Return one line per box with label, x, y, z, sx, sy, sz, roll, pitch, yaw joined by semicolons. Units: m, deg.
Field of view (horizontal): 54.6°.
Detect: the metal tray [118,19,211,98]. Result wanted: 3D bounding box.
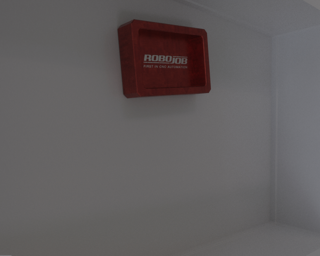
metal tray;0.011;-0.088;0.410;0.131;0.030;0.090;-8;95;-40
